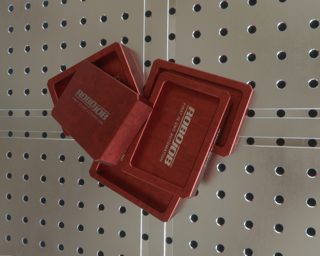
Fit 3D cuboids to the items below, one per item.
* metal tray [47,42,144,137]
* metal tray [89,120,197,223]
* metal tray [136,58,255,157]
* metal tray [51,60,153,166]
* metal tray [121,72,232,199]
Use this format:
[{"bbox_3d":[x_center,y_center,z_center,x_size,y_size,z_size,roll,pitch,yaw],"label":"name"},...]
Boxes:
[{"bbox_3d":[-0.090,-0.052,0.442,0.130,0.030,0.090,-24,82,19],"label":"metal tray"},{"bbox_3d":[-0.022,0.053,0.418,0.130,0.030,0.090,28,99,18],"label":"metal tray"},{"bbox_3d":[0.042,-0.027,0.394,0.130,0.030,0.090,20,96,19],"label":"metal tray"},{"bbox_3d":[-0.079,-0.023,0.395,0.130,0.030,0.090,36,94,39],"label":"metal tray"},{"bbox_3d":[0.020,0.008,0.370,0.090,0.030,0.130,21,85,19],"label":"metal tray"}]
